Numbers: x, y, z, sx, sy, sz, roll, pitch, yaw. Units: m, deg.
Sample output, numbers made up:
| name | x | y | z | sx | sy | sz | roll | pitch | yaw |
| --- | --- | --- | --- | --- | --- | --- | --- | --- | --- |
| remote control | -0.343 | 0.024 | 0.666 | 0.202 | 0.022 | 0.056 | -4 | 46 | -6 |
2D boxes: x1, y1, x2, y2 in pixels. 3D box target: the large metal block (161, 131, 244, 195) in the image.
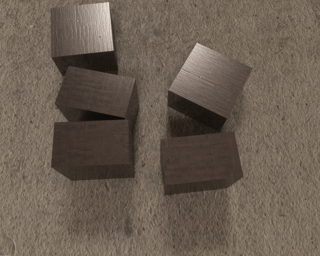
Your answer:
| name | x | y | z | sx | sy | sz | roll | pitch | yaw |
| --- | --- | --- | --- | --- | --- | --- | --- | --- | --- |
| large metal block | 0.043 | 0.044 | 0.363 | 0.081 | 0.080 | 0.050 | -6 | 70 | -3 |

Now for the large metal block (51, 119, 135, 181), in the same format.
| name | x | y | z | sx | sy | sz | roll | pitch | yaw |
| --- | --- | --- | --- | --- | --- | --- | --- | --- | --- |
| large metal block | -0.074 | 0.029 | 0.367 | 0.081 | 0.080 | 0.050 | -2 | 70 | -1 |

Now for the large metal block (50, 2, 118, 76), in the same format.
| name | x | y | z | sx | sy | sz | roll | pitch | yaw |
| --- | --- | --- | --- | --- | --- | --- | --- | --- | --- |
| large metal block | -0.106 | -0.125 | 0.439 | 0.081 | 0.050 | 0.080 | -7 | 70 | -3 |

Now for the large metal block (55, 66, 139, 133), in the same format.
| name | x | y | z | sx | sy | sz | roll | pitch | yaw |
| --- | --- | --- | --- | --- | --- | --- | --- | --- | --- |
| large metal block | -0.073 | -0.029 | 0.389 | 0.080 | 0.080 | 0.050 | 11 | 71 | 4 |

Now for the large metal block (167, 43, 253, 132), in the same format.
| name | x | y | z | sx | sy | sz | roll | pitch | yaw |
| --- | --- | --- | --- | --- | --- | --- | --- | --- | --- |
| large metal block | 0.065 | -0.054 | 0.415 | 0.080 | 0.050 | 0.080 | 27 | 72 | 9 |
